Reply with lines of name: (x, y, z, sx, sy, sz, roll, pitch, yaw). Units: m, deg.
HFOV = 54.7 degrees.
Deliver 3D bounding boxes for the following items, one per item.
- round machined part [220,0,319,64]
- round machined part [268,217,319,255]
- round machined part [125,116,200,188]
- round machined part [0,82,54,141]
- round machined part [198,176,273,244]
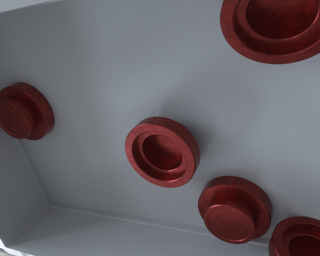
round machined part: (0.103, -0.104, 0.262, 0.098, 0.042, 0.098, 11, 148, 7)
round machined part: (0.178, 0.156, 0.364, 0.098, 0.098, 0.042, 17, 125, 18)
round machined part: (0.007, 0.028, 0.410, 0.098, 0.042, 0.097, 13, 124, 20)
round machined part: (-0.224, -0.021, 0.500, 0.098, 0.042, 0.097, 13, 124, 20)
round machined part: (0.098, 0.116, 0.417, 0.098, 0.042, 0.097, 13, 124, 20)
